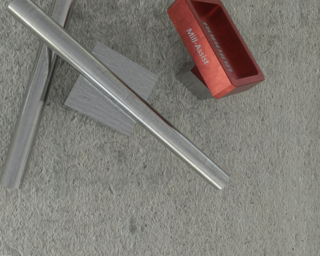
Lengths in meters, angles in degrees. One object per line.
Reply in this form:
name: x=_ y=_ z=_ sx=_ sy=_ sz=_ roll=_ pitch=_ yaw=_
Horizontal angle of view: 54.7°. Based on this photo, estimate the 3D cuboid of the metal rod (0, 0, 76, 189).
metal rod: x=-0.131 y=-0.080 z=0.360 sx=0.025 sy=0.025 sz=0.299 roll=16 pitch=85 yaw=-20

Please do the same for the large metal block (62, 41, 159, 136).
large metal block: x=-0.061 y=-0.044 z=0.374 sx=0.080 sy=0.050 sz=0.080 roll=28 pitch=81 yaw=-18

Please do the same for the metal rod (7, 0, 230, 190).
metal rod: x=-0.032 y=-0.028 z=0.344 sx=0.300 sy=0.025 sz=0.025 roll=41 pitch=77 yaw=-16

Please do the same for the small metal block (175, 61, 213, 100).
small metal block: x=0.055 y=-0.065 z=0.417 sx=0.050 sy=0.050 sz=0.025 roll=42 pitch=77 yaw=-16

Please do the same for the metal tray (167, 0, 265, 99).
metal tray: x=0.073 y=-0.106 z=0.395 sx=0.091 sy=0.030 sz=0.130 roll=-19 pitch=79 yaw=-47
